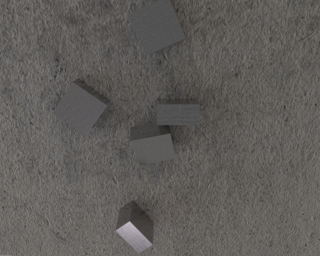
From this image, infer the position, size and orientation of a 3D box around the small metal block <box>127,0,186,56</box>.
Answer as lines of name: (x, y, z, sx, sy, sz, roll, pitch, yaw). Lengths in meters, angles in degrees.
small metal block: (-0.004, -0.120, 0.365, 0.050, 0.025, 0.050, -23, 109, 8)

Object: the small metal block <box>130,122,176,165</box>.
small metal block: (-0.009, 0.020, 0.407, 0.050, 0.025, 0.050, -11, 135, 4)

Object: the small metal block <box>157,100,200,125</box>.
small metal block: (0.021, -0.021, 0.387, 0.050, 0.050, 0.025, 0, 103, 0)

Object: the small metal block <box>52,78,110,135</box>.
small metal block: (-0.100, -0.027, 0.399, 0.050, 0.025, 0.050, 35, 106, -12)

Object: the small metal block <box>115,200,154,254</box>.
small metal block: (-0.035, 0.142, 0.448, 0.025, 0.050, 0.050, -36, 106, 12)
